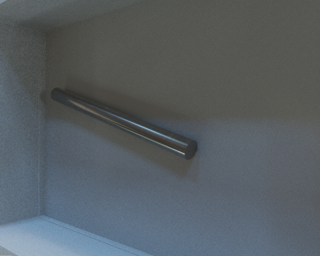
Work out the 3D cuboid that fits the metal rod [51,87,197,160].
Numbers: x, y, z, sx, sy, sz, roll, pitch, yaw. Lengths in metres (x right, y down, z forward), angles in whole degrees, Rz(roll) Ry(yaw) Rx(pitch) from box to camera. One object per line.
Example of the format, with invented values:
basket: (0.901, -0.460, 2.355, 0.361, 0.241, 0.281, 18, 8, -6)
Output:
metal rod: (-0.074, -0.017, 0.464, 0.300, 0.025, 0.025, 21, 104, 37)
